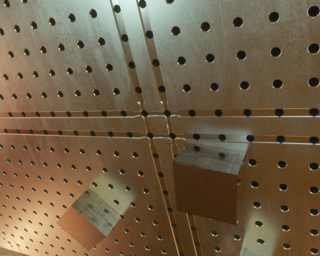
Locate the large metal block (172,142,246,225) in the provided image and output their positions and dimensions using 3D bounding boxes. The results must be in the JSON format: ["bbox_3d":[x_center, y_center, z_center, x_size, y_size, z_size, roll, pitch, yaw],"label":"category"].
[{"bbox_3d":[0.066,0.071,0.404,0.080,0.050,0.080,8,122,24],"label":"large metal block"}]

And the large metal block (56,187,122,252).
[{"bbox_3d":[-0.131,0.169,0.570,0.080,0.050,0.080,42,129,-1],"label":"large metal block"}]

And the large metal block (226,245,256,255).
[{"bbox_3d":[0.111,0.238,0.464,0.050,0.080,0.080,37,129,3],"label":"large metal block"}]
